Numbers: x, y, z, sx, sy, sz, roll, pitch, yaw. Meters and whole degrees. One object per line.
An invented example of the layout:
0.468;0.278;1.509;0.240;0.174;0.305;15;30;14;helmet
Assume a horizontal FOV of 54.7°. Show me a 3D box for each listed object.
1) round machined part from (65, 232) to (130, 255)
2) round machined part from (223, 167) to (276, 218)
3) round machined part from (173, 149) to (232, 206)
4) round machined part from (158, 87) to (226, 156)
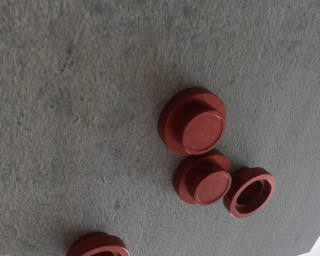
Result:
-0.099;0.196;0.465;0.099;0.042;0.097;-14;125;-21;round machined part
0.152;0.109;0.549;0.099;0.042;0.097;-14;125;-21;round machined part
0.073;0.084;0.490;0.099;0.042;0.097;-14;125;-21;round machined part
0.050;-0.003;0.423;0.099;0.042;0.097;-14;125;-21;round machined part
